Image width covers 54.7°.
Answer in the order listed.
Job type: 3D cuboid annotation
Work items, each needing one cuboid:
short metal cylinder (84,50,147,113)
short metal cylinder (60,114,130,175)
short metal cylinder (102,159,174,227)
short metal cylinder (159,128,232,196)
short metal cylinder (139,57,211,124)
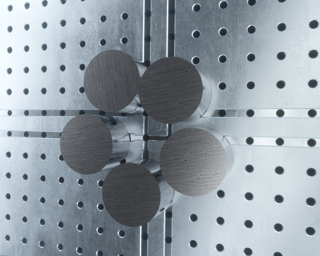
[{"bbox_3d":[-0.054,-0.060,0.418,0.080,0.050,0.079,0,90,19],"label":"short metal cylinder"},{"bbox_3d":[-0.089,0.021,0.431,0.080,0.050,0.079,0,90,20],"label":"short metal cylinder"},{"bbox_3d":[-0.028,0.083,0.408,0.080,0.050,0.080,0,90,20],"label":"short metal cylinder"},{"bbox_3d":[0.046,0.039,0.382,0.080,0.050,0.079,1,92,19],"label":"short metal cylinder"},{"bbox_3d":[0.020,-0.045,0.391,0.080,0.050,0.079,0,90,20],"label":"short metal cylinder"}]
